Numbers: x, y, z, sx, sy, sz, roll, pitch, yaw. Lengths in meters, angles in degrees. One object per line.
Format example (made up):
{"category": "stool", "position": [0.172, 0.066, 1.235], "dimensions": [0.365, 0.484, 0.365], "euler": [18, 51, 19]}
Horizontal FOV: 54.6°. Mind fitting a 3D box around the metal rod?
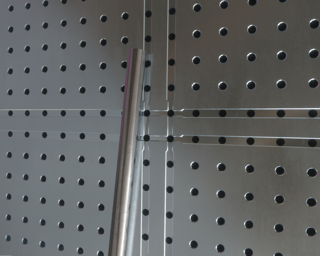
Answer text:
{"category": "metal rod", "position": [-0.046, 0.043, 0.429], "dimensions": [0.025, 0.025, 0.298], "euler": [7, 92, 20]}
